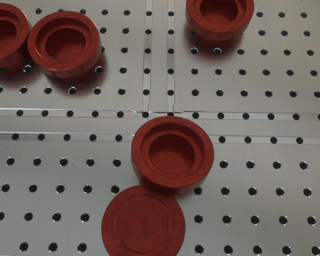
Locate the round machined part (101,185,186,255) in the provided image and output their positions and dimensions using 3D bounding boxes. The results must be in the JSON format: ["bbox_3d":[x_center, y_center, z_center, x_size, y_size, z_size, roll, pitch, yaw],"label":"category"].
[{"bbox_3d":[-0.019,0.115,0.361,0.099,0.042,0.098,0,70,0],"label":"round machined part"}]

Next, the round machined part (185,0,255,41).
[{"bbox_3d":[0.087,-0.172,0.466,0.099,0.042,0.098,0,70,0],"label":"round machined part"}]

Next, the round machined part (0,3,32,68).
[{"bbox_3d":[-0.231,-0.128,0.448,0.099,0.042,0.098,0,70,0],"label":"round machined part"}]

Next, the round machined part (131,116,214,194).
[{"bbox_3d":[0.014,0.036,0.381,0.099,0.042,0.098,4,55,-5],"label":"round machined part"}]

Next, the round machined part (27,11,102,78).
[{"bbox_3d":[-0.133,-0.115,0.444,0.099,0.042,0.098,0,70,0],"label":"round machined part"}]
